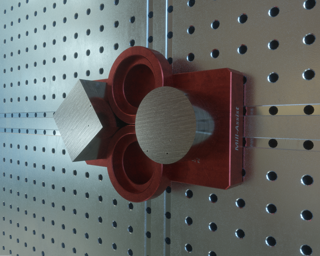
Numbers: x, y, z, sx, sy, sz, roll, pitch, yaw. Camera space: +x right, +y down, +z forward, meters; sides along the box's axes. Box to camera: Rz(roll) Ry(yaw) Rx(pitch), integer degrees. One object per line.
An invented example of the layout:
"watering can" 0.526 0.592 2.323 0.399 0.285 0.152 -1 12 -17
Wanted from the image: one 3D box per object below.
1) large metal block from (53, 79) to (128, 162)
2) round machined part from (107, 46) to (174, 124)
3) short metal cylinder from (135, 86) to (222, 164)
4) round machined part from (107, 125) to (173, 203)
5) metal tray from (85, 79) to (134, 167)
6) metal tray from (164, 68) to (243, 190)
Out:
"large metal block" -0.097 -0.010 0.434 0.080 0.050 0.080 -44 64 31
"round machined part" -0.020 -0.054 0.403 0.098 0.042 0.097 0 90 40
"short metal cylinder" 0.020 -0.003 0.337 0.080 0.050 0.079 0 90 40
"round machined part" -0.021 0.044 0.404 0.098 0.042 0.097 0 90 40
"metal tray" -0.072 -0.008 0.465 0.090 0.030 0.129 1 91 38
"metal tray" 0.049 0.000 0.363 0.090 0.030 0.129 1 91 40
